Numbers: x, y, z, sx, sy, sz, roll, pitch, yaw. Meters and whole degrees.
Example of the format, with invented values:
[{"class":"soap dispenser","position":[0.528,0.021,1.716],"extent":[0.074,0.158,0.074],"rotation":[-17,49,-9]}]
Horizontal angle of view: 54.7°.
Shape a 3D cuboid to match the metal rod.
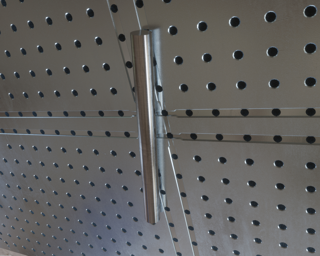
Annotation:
[{"class":"metal rod","position":[-0.017,0.019,0.430],"extent":[0.025,0.025,0.298],"rotation":[11,123,21]}]
